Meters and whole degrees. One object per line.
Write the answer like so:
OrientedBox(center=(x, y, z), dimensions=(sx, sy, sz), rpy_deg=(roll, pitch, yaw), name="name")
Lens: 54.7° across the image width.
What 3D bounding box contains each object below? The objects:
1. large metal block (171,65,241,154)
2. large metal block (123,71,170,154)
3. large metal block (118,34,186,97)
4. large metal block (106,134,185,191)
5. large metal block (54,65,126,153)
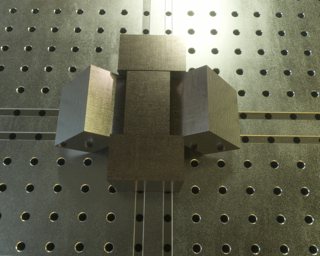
OrientedBox(center=(0.057, -0.018, 0.381), dimensions=(0.050, 0.080, 0.080), rpy_deg=(-14, 65, 35), name="large metal block")
OrientedBox(center=(-0.014, -0.016, 0.387), dimensions=(0.050, 0.080, 0.080), rpy_deg=(1, 70, 0), name="large metal block")
OrientedBox(center=(-0.009, -0.078, 0.410), dimensions=(0.081, 0.080, 0.050), rpy_deg=(1, 70, 0), name="large metal block")
OrientedBox(center=(-0.015, 0.044, 0.365), dimensions=(0.081, 0.080, 0.050), rpy_deg=(1, 70, 0), name="large metal block")
OrientedBox(center=(-0.085, -0.019, 0.382), dimensions=(0.050, 0.080, 0.080), rpy_deg=(16, 66, -37), name="large metal block")
